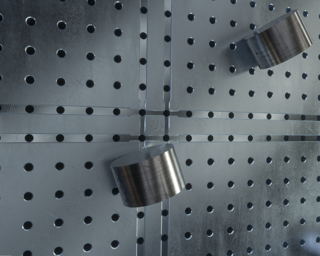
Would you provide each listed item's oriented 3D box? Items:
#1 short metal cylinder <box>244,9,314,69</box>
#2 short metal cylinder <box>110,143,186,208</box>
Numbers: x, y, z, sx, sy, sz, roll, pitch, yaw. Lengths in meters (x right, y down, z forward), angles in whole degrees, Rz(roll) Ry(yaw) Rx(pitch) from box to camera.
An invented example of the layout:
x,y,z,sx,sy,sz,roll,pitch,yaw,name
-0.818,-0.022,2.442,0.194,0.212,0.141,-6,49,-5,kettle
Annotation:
x,y,z,sx,sy,sz,roll,pitch,yaw,name
0.170,-0.127,0.448,0.080,0.080,0.050,-35,102,-17,short metal cylinder
-0.014,0.056,0.379,0.081,0.080,0.050,-19,97,-19,short metal cylinder
